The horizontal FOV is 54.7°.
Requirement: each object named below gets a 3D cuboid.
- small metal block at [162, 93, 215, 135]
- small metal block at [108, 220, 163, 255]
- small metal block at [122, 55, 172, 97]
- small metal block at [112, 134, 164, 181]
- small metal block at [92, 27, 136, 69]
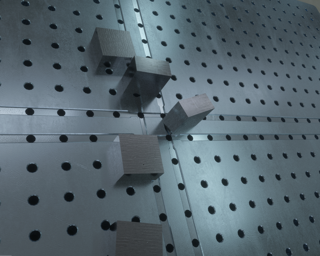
[{"bbox_3d":[0.038,-0.019,0.426,0.050,0.050,0.025,-19,72,-36],"label":"small metal block"},{"bbox_3d":[-0.025,0.126,0.319,0.050,0.025,0.050,13,56,-22],"label":"small metal block"},{"bbox_3d":[-0.019,-0.070,0.426,0.050,0.050,0.025,4,60,-27],"label":"small metal block"},{"bbox_3d":[-0.027,0.036,0.373,0.050,0.025,0.050,3,60,-27],"label":"small metal block"},{"bbox_3d":[-0.066,-0.114,0.443,0.050,0.025,0.050,-2,63,-30],"label":"small metal block"}]
